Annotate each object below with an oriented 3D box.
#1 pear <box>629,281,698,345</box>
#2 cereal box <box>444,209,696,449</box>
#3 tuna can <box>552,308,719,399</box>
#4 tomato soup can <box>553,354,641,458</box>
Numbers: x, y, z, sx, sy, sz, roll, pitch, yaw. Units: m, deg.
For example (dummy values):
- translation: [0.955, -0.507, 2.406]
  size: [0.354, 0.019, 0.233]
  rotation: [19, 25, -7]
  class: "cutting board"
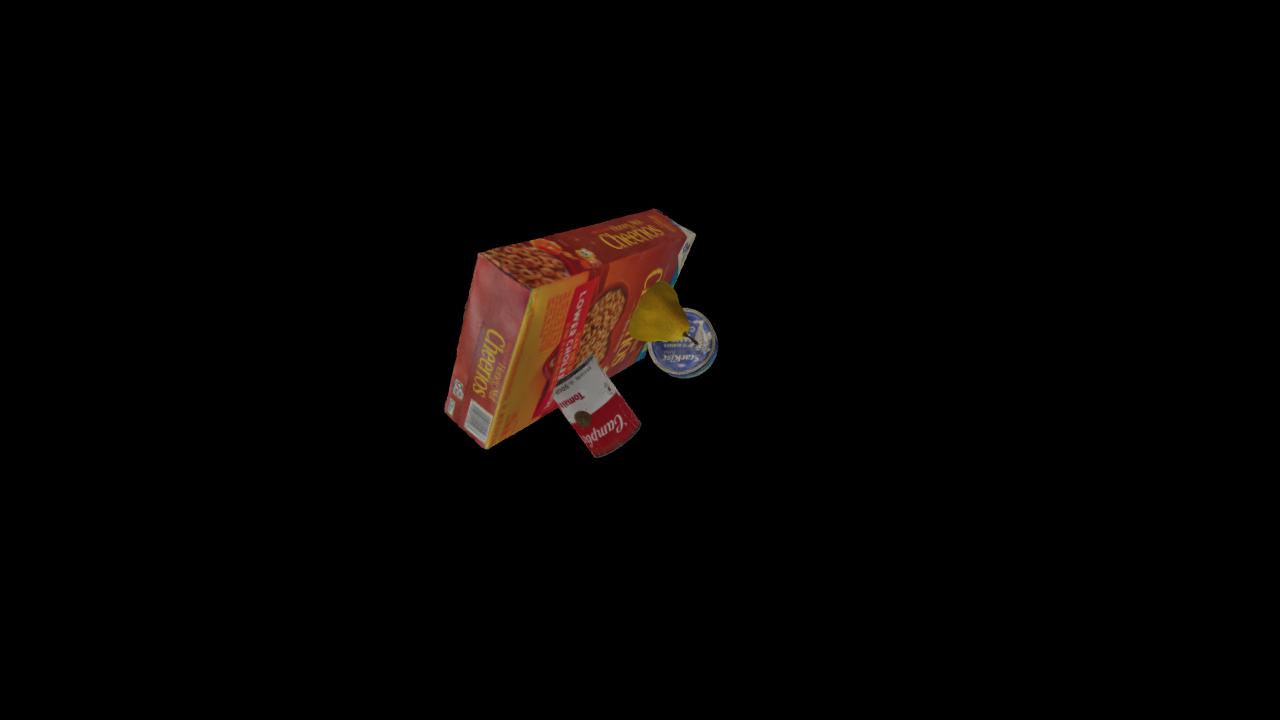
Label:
- translation: [0.025, -0.052, 0.732]
  size: [0.080, 0.080, 0.111]
  rotation: [0, 22, -43]
  class: "pear"
- translation: [-0.068, -0.049, 0.702]
  size: [0.081, 0.203, 0.306]
  rotation: [36, 35, 18]
  class: "cereal box"
- translation: [0.053, -0.020, 0.758]
  size: [0.084, 0.084, 0.034]
  rotation: [0, -13, 16]
  class: "tuna can"
- translation: [-0.053, 0.050, 0.695]
  size: [0.068, 0.101, 0.068]
  rotation: [-32, 11, 7]
  class: "tomato soup can"
